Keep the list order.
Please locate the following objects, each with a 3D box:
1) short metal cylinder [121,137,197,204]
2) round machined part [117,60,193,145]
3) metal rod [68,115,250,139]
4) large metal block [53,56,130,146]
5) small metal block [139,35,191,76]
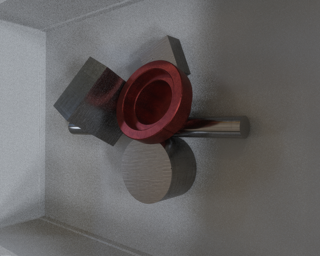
[{"bbox_3d":[-0.002,0.050,0.387,0.080,0.050,0.079,0,90,39],"label":"short metal cylinder"},{"bbox_3d":[-0.002,-0.027,0.369,0.098,0.042,0.098,-16,63,34],"label":"round machined part"},{"bbox_3d":[-0.026,-0.001,0.422,0.300,0.025,0.025,0,90,39],"label":"metal rod"},{"bbox_3d":[-0.077,-0.034,0.411,0.080,0.080,0.050,-54,44,0],"label":"large metal block"},{"bbox_3d":[0.006,-0.082,0.399,0.050,0.025,0.050,-26,74,36],"label":"small metal block"}]
